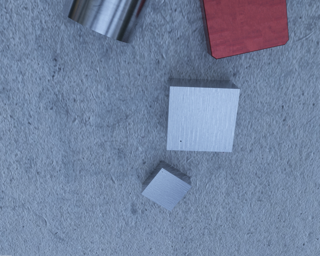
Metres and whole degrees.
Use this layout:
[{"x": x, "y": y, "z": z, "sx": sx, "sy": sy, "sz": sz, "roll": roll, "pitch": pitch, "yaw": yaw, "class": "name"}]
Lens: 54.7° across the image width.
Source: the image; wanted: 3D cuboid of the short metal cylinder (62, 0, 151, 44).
[{"x": -0.057, "y": -0.131, "z": 0.331, "sx": 0.080, "sy": 0.080, "sz": 0.050, "roll": 23, "pitch": 108, "yaw": -9, "class": "short metal cylinder"}]

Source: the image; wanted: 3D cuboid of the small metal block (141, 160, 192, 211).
[{"x": 0.009, "y": 0.082, "z": 0.440, "sx": 0.050, "sy": 0.025, "sz": 0.050, "roll": 34, "pitch": 106, "yaw": -12, "class": "small metal block"}]

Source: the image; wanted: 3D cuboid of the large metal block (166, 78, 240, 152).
[{"x": 0.050, "y": -0.017, "z": 0.391, "sx": 0.081, "sy": 0.050, "sz": 0.079, "roll": 2, "pitch": 110, "yaw": -1, "class": "large metal block"}]

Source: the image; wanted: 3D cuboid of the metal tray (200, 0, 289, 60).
[{"x": 0.092, "y": -0.152, "z": 0.352, "sx": 0.090, "sy": 0.030, "sz": 0.129, "roll": -12, "pitch": 110, "yaw": 4, "class": "metal tray"}]
